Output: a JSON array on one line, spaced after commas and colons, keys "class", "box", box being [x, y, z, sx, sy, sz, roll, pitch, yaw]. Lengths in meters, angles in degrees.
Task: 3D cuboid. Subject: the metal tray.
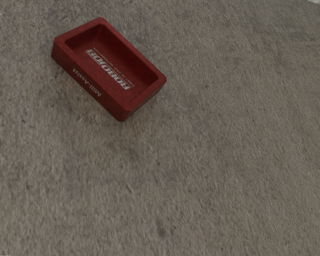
[{"class": "metal tray", "box": [-0.066, -0.081, 0.414, 0.130, 0.030, 0.090, 44, 51, 2]}]
